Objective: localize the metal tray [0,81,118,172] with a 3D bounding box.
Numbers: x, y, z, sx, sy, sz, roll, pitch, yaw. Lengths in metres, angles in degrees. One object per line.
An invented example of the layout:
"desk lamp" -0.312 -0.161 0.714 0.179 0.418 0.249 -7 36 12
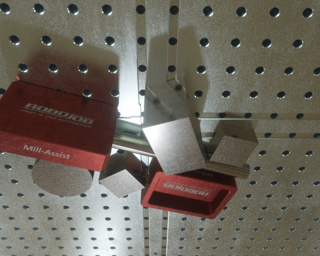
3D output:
"metal tray" -0.120 -0.004 0.363 0.131 0.090 0.030 14 129 -12

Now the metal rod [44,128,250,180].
"metal rod" -0.013 0.028 0.435 0.302 0.025 0.025 15 129 -13

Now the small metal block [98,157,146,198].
"small metal block" -0.058 0.077 0.478 0.050 0.025 0.050 -26 126 20

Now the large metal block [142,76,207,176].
"large metal block" 0.018 -0.002 0.375 0.050 0.080 0.080 -14 129 12

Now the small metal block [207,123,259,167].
"small metal block" 0.101 0.025 0.433 0.050 0.025 0.050 13 129 -11

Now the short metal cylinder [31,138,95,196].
"short metal cylinder" -0.132 0.052 0.437 0.081 0.050 0.079 0 130 0

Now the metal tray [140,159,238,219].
"metal tray" 0.044 0.098 0.491 0.131 0.030 0.089 14 129 -12
